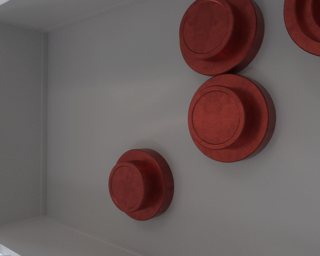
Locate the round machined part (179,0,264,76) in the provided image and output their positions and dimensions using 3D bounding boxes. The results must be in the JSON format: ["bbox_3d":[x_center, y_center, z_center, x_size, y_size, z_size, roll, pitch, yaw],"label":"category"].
[{"bbox_3d":[0.061,-0.108,0.346,0.098,0.042,0.097,0,90,40],"label":"round machined part"}]

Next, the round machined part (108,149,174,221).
[{"bbox_3d":[-0.032,0.078,0.423,0.098,0.042,0.097,0,90,40],"label":"round machined part"}]

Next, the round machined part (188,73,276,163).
[{"bbox_3d":[0.070,-0.011,0.338,0.098,0.042,0.097,0,90,40],"label":"round machined part"}]

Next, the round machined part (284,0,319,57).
[{"bbox_3d":[0.159,-0.105,0.257,0.098,0.042,0.097,3,94,50],"label":"round machined part"}]
